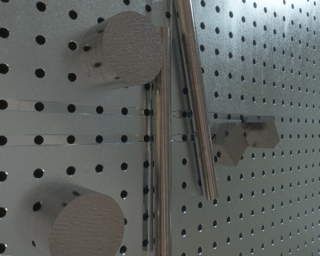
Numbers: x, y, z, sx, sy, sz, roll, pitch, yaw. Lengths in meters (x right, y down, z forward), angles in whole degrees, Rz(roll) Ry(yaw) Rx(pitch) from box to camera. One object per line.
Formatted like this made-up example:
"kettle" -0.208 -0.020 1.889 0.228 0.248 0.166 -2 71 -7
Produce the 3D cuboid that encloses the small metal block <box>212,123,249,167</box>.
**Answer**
"small metal block" 0.114 0.027 0.504 0.050 0.025 0.050 -52 120 -27

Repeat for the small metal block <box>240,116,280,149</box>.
"small metal block" 0.173 0.007 0.538 0.025 0.050 0.050 -34 111 -35

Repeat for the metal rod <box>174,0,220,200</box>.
"metal rod" 0.055 -0.041 0.454 0.025 0.025 0.298 -16 100 -39

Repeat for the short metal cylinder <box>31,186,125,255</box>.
"short metal cylinder" -0.084 0.103 0.322 0.081 0.050 0.080 0 90 -40

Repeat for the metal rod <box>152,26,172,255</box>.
"metal rod" 0.003 0.019 0.410 0.025 0.025 0.298 -1 91 -40

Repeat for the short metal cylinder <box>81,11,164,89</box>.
"short metal cylinder" -0.043 -0.087 0.357 0.081 0.050 0.080 0 90 -40
